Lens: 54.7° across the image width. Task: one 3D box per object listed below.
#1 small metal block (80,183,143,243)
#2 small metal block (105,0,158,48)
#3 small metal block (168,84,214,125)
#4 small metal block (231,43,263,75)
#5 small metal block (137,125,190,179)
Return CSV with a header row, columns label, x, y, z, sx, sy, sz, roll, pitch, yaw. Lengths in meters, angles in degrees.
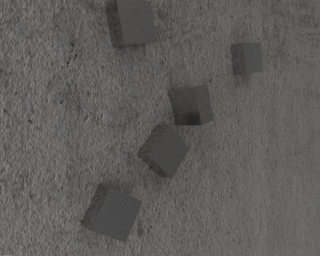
label,x,y,z,sx,sy,sz,roll,pitch,yaw
small metal block,-0.055,0.098,0.359,0.050,0.025,0.050,35,68,-35
small metal block,-0.034,-0.126,0.375,0.050,0.025,0.050,-17,101,-39
small metal block,0.042,-0.031,0.423,0.025,0.050,0.050,-22,104,-38
small metal block,0.149,-0.118,0.529,0.050,0.025,0.050,-13,98,-39
small metal block,0.005,0.031,0.409,0.050,0.025,0.050,48,61,-29
